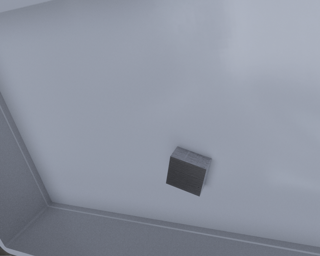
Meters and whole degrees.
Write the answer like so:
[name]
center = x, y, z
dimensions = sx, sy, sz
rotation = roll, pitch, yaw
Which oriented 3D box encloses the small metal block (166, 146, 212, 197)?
[small metal block]
center = 0.039, 0.059, 0.424
dimensions = 0.050, 0.025, 0.050
rotation = 19, 126, 16
